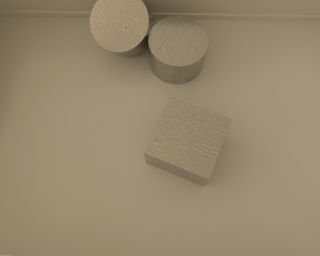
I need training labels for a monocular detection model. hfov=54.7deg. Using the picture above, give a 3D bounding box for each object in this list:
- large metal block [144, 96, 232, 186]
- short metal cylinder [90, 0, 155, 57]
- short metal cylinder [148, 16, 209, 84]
[{"bbox_3d":[0.034,0.018,0.390,0.080,0.050,0.080,22,71,7],"label":"large metal block"},{"bbox_3d":[-0.050,-0.143,0.431,0.080,0.050,0.079,1,96,10],"label":"short metal cylinder"},{"bbox_3d":[0.024,-0.109,0.436,0.081,0.050,0.080,0,70,-1],"label":"short metal cylinder"}]
